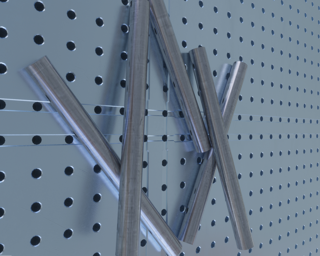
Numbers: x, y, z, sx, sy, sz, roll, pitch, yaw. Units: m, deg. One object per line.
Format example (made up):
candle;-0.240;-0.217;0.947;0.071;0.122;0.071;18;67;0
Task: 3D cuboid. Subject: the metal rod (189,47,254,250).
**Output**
metal rod;0.090;0.029;0.456;0.025;0.025;0.298;-14;89;-40

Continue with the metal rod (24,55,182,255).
metal rod;-0.052;0.051;0.367;0.025;0.025;0.299;-46;118;-30

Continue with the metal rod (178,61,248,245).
metal rod;0.086;0.028;0.484;0.025;0.025;0.299;33;70;-36

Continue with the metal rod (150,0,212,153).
metal rod;0.016;-0.102;0.423;0.025;0.025;0.298;-33;111;-35

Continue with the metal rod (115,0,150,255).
metal rod;-0.030;-0.010;0.361;0.025;0.025;0.299;11;75;-40
